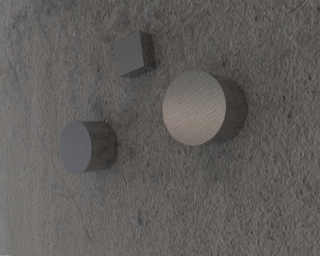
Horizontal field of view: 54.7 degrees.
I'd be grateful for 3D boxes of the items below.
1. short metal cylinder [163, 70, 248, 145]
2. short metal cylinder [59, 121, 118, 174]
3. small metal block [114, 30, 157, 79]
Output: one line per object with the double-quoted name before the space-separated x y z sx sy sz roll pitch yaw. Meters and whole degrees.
"short metal cylinder" 0.050 -0.021 0.348 0.080 0.050 0.079 0 90 40
"short metal cylinder" -0.111 0.029 0.481 0.080 0.050 0.079 0 90 40
"small metal block" -0.035 -0.101 0.434 0.050 0.025 0.050 -13 82 39
